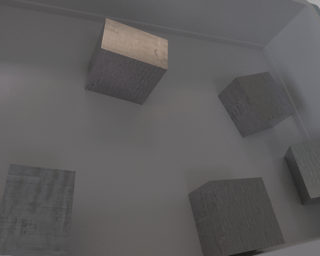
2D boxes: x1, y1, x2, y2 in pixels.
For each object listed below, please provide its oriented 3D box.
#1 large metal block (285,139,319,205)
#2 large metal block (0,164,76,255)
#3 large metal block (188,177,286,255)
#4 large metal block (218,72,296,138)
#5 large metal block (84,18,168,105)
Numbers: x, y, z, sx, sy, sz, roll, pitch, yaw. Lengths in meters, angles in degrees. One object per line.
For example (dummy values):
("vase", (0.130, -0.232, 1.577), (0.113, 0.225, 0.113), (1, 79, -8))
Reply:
("large metal block", (0.242, 0.062, 0.458), (0.080, 0.050, 0.080), (-13, 64, 5))
("large metal block", (-0.108, 0.085, 0.260), (0.050, 0.080, 0.080), (11, 57, -23))
("large metal block", (0.090, 0.108, 0.372), (0.081, 0.050, 0.080), (2, 61, -28))
("large metal block", (0.154, -0.039, 0.496), (0.081, 0.050, 0.080), (-15, 70, -34))
("large metal block", (-0.044, -0.081, 0.396), (0.081, 0.080, 0.050), (14, 56, -21))
